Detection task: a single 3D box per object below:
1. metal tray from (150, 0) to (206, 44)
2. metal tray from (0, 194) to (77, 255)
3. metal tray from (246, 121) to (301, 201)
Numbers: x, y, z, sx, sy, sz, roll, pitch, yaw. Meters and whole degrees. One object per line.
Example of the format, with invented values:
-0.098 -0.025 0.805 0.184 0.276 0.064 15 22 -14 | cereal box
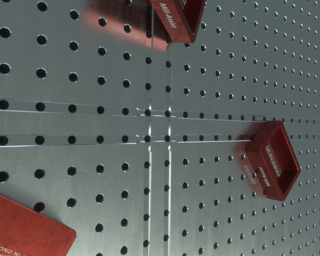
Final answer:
0.023 -0.178 0.386 0.130 0.030 0.090 41 62 -63 | metal tray
-0.153 0.108 0.277 0.130 0.030 0.090 41 65 -32 | metal tray
0.218 0.062 0.586 0.090 0.030 0.130 -45 117 -30 | metal tray
